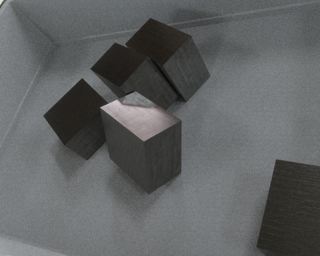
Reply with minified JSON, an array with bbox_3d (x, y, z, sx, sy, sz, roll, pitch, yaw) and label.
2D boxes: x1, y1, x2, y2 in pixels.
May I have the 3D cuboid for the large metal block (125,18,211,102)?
[{"bbox_3d":[0.012,-0.092,0.419,0.050,0.080,0.080,-48,52,-5],"label":"large metal block"}]

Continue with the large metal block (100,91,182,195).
[{"bbox_3d":[-0.021,0.016,0.361,0.050,0.079,0.080,-29,45,-29],"label":"large metal block"}]

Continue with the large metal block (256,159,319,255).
[{"bbox_3d":[0.137,0.080,0.269,0.080,0.050,0.080,8,66,31],"label":"large metal block"}]

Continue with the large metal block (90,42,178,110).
[{"bbox_3d":[-0.034,-0.061,0.419,0.050,0.080,0.080,-50,45,-7],"label":"large metal block"}]

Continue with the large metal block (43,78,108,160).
[{"bbox_3d":[-0.110,-0.014,0.454,0.080,0.050,0.080,-45,51,-4],"label":"large metal block"}]
